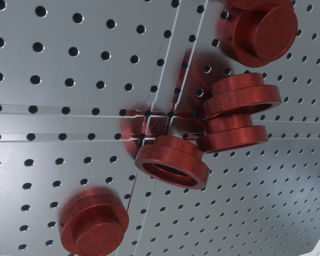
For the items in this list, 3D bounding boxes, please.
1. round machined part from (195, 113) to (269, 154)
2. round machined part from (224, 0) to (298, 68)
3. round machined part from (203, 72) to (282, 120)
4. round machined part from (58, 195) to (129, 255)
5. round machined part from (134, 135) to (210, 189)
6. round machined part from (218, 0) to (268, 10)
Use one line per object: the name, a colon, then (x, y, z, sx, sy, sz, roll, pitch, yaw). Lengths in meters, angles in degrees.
round machined part: (0.097, 0.007, 0.434, 0.099, 0.098, 0.042, -6, 80, -26)
round machined part: (0.135, -0.123, 0.397, 0.099, 0.042, 0.097, -14, 124, -21)
round machined part: (0.105, -0.041, 0.408, 0.099, 0.098, 0.042, -7, 81, -25)
round machined part: (-0.090, 0.146, 0.441, 0.099, 0.042, 0.097, -14, 124, -21)
round machined part: (0.019, 0.043, 0.413, 0.098, 0.098, 0.042, 40, 61, -39)
round machined part: (0.090, -0.183, 0.336, 0.099, 0.042, 0.097, -14, 124, -21)
